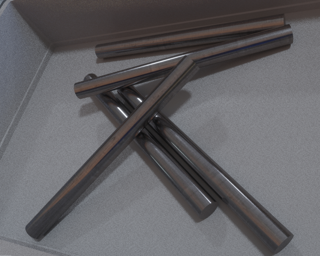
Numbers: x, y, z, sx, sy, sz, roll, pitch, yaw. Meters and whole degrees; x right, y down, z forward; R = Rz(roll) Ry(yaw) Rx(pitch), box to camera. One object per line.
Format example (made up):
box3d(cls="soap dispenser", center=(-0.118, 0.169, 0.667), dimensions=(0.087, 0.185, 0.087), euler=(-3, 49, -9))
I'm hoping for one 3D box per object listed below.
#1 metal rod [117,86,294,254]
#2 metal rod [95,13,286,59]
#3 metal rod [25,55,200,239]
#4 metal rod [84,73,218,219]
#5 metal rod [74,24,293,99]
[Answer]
box3d(cls="metal rod", center=(0.029, 0.023, 0.374), dimensions=(0.025, 0.025, 0.300), euler=(-43, 51, -2))
box3d(cls="metal rod", center=(0.029, -0.135, 0.471), dimensions=(0.300, 0.025, 0.025), euler=(-1, 62, 27))
box3d(cls="metal rod", center=(-0.063, 0.028, 0.393), dimensions=(0.300, 0.025, 0.025), euler=(-46, 51, 5))
box3d(cls="metal rod", center=(-0.032, 0.004, 0.418), dimensions=(0.025, 0.025, 0.300), euler=(-43, 51, -2))
box3d(cls="metal rod", center=(0.022, -0.087, 0.425), dimensions=(0.301, 0.025, 0.025), euler=(-13, 56, 13))
